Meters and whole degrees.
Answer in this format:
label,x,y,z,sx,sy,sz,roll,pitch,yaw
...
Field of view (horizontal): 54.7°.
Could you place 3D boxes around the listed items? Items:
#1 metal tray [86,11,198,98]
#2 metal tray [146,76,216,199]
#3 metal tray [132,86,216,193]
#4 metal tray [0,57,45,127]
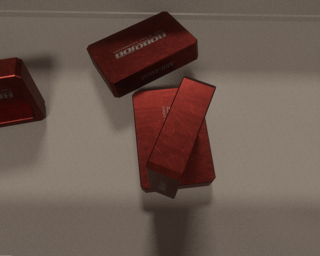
label,x,y,z,sx,sy,sz,roll,pitch,yaw
metal tray,-0.024,-0.106,0.431,0.131,0.030,0.090,-28,55,-10
metal tray,0.019,0.018,0.315,0.030,0.130,0.090,21,72,7
metal tray,0.015,0.013,0.402,0.091,0.030,0.129,-6,70,-3
metal tray,-0.221,-0.035,0.381,0.131,0.090,0.030,-10,58,-6
